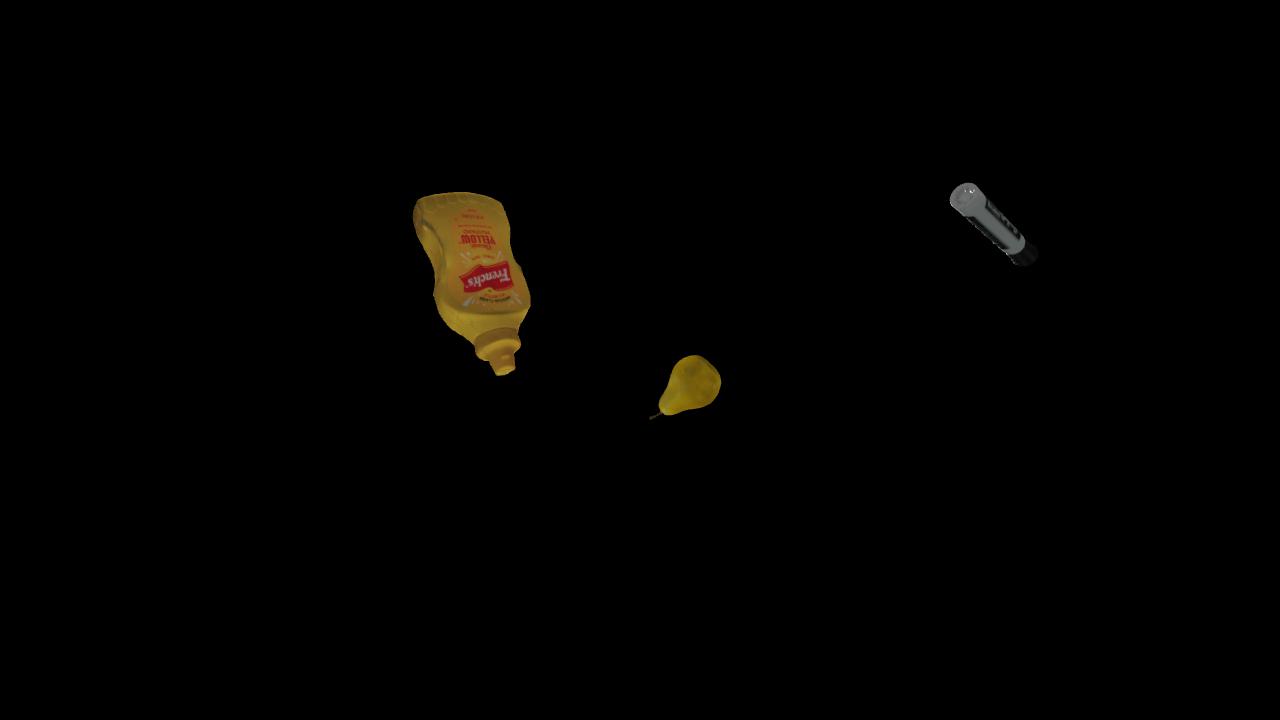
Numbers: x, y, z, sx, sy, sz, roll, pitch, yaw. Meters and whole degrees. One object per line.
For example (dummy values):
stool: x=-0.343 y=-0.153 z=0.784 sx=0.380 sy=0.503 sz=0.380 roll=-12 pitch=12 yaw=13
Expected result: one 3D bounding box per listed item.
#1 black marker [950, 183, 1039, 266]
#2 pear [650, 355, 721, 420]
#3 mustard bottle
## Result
black marker: x=0.265 y=-0.097 z=0.455 sx=0.121 sy=0.020 sz=0.020 roll=19 pitch=-12 yaw=-38
pear: x=0.061 y=0.048 z=0.864 sx=0.080 sy=0.111 sz=0.080 roll=40 pitch=15 yaw=-13
mustard bottle: x=-0.152 y=-0.070 z=0.585 sx=0.092 sy=0.184 sz=0.054 roll=-4 pitch=-23 yaw=-41
